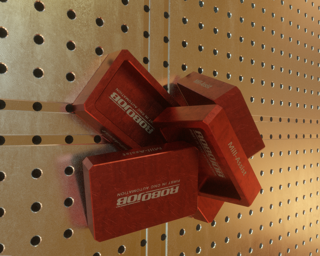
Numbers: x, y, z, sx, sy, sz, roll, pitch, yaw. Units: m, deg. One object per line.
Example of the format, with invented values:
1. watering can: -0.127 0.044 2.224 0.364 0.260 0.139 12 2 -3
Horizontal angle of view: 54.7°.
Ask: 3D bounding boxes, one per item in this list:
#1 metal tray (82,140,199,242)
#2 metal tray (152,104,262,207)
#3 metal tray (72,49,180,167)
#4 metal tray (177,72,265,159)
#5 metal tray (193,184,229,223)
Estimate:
1. metal tray: -0.018 0.070 0.361 0.131 0.030 0.089 -8 106 -25
2. metal tray: 0.057 0.034 0.377 0.030 0.090 0.130 -46 118 -30
3. metal tray: -0.030 -0.020 0.382 0.130 0.030 0.090 43 64 -32
4. metal tray: 0.075 -0.021 0.406 0.030 0.130 0.090 -33 114 -5
5. metal tray: 0.079 0.065 0.473 0.130 0.030 0.090 -49 119 -29
